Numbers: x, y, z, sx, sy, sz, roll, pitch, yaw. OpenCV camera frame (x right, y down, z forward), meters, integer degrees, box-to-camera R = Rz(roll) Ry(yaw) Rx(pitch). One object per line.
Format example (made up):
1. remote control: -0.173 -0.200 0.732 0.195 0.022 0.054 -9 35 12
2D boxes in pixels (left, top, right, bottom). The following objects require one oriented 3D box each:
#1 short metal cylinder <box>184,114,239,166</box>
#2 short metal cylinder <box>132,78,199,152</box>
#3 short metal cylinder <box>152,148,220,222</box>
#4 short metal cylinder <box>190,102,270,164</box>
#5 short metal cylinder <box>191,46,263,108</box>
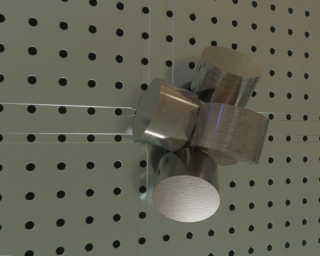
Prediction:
1. short metal cylinder: 0.078 0.010 0.427 0.081 0.050 0.080 0 89 -20
2. short metal cylinder: 0.005 -0.016 0.385 0.050 0.080 0.080 20 83 -19
3. short metal cylinder: 0.033 0.072 0.389 0.080 0.050 0.079 3 124 5
4. short metal cylinder: 0.080 0.007 0.359 0.081 0.080 0.050 18 84 -19
5. short metal cylinder: 0.086 -0.066 0.407 0.081 0.080 0.050 2 129 -20
